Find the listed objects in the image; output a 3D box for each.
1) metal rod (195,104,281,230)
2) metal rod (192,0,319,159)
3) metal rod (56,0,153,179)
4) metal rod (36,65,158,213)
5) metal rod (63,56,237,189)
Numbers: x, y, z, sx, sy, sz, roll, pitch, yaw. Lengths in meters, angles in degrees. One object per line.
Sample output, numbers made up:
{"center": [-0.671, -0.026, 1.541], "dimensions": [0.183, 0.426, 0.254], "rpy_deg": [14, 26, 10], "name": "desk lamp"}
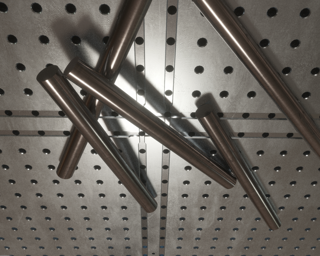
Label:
{"center": [0.132, 0.076, 0.478], "dimensions": [0.025, 0.025, 0.300], "rpy_deg": [-24, 127, 19], "name": "metal rod"}
{"center": [0.141, -0.047, 0.373], "dimensions": [0.025, 0.025, 0.301], "rpy_deg": [-34, 123, 25], "name": "metal rod"}
{"center": [-0.078, -0.036, 0.380], "dimensions": [0.025, 0.025, 0.298], "rpy_deg": [20, 127, -17], "name": "metal rod"}
{"center": [-0.065, 0.038, 0.419], "dimensions": [0.025, 0.025, 0.299], "rpy_deg": [-15, 136, 12], "name": "metal rod"}
{"center": [0.009, 0.011, 0.400], "dimensions": [0.025, 0.025, 0.301], "rpy_deg": [-35, 129, 25], "name": "metal rod"}
